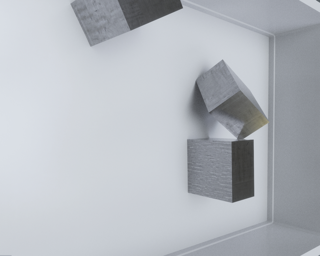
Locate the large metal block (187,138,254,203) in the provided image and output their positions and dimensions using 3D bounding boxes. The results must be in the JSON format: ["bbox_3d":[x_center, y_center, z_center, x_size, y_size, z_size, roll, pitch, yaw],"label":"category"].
[{"bbox_3d":[0.086,0.056,0.446,0.050,0.080,0.079,-2,91,-40],"label":"large metal block"}]

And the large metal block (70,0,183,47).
[{"bbox_3d":[-0.037,-0.135,0.341,0.080,0.080,0.050,-36,113,-34],"label":"large metal block"}]

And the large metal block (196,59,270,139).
[{"bbox_3d":[0.105,-0.041,0.455,0.080,0.050,0.080,37,26,-34],"label":"large metal block"}]
